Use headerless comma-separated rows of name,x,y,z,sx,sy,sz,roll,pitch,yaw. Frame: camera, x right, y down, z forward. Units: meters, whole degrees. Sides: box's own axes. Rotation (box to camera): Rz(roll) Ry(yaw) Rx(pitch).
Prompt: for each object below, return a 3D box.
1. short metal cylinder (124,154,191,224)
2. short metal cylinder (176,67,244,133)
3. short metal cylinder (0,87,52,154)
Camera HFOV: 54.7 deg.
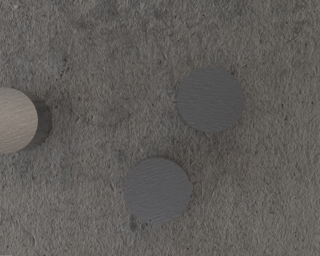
short metal cylinder,-0.003,0.076,0.397,0.081,0.050,0.080,0,90,0
short metal cylinder,0.061,-0.034,0.398,0.081,0.050,0.080,0,90,0
short metal cylinder,-0.187,-0.009,0.396,0.081,0.050,0.080,0,90,0
